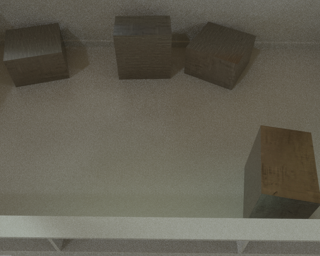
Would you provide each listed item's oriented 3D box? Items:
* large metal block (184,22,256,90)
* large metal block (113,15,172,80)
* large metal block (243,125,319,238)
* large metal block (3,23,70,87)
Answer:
[{"bbox_3d":[0.093,-0.115,0.486,0.080,0.050,0.080,24,54,18],"label":"large metal block"},{"bbox_3d":[-0.025,-0.121,0.471,0.081,0.080,0.050,-1,50,-1],"label":"large metal block"},{"bbox_3d":[0.121,0.056,0.323,0.050,0.080,0.080,9,51,7],"label":"large metal block"},{"bbox_3d":[-0.191,-0.115,0.484,0.081,0.050,0.080,-12,51,-10],"label":"large metal block"}]
